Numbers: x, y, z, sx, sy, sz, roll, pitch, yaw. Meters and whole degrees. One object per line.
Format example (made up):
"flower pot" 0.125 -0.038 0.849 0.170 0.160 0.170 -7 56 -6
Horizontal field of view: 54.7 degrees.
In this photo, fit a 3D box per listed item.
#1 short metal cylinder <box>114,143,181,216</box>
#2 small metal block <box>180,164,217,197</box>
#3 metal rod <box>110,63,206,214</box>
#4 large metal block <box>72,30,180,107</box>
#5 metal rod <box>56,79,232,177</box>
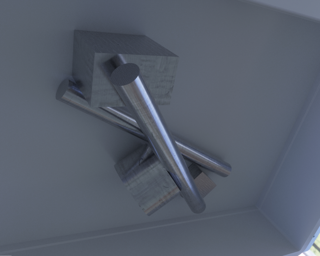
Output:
"short metal cylinder" -0.016 0.067 0.404 0.050 0.080 0.080 -35 129 -6
"small metal block" 0.055 0.091 0.496 0.050 0.025 0.050 -44 130 2
"metal rod" 0.016 0.039 0.366 0.025 0.025 0.299 -35 142 -6
"large metal block" -0.039 -0.062 0.314 0.081 0.080 0.050 -4 120 -27
"metal rod" 0.002 0.014 0.419 0.301 0.025 0.025 28 103 -38
